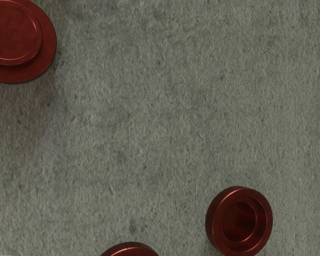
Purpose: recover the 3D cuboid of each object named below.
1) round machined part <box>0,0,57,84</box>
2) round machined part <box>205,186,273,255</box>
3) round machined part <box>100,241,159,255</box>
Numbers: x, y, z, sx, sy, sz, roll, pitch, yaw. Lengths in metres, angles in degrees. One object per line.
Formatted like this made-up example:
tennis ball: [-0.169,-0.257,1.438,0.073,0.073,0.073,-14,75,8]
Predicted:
round machined part: [-0.165,-0.099,0.339,0.099,0.042,0.097,0,90,-21]
round machined part: [0.107,0.131,0.442,0.099,0.042,0.097,0,90,-21]
round machined part: [-0.042,0.190,0.386,0.099,0.042,0.097,0,90,-21]
